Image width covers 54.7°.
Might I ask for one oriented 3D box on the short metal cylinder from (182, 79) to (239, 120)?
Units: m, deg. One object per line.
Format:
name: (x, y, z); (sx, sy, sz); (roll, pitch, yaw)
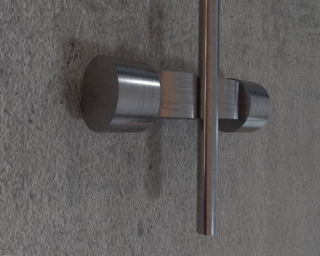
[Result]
short metal cylinder: (0.067, -0.037, 0.426); (0.081, 0.080, 0.050); (1, 90, -40)

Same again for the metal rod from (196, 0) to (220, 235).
metal rod: (0.058, -0.024, 0.374); (0.025, 0.025, 0.298); (1, 89, -40)

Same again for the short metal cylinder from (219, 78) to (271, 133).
short metal cylinder: (0.118, -0.033, 0.469); (0.050, 0.080, 0.080); (1, 90, -40)

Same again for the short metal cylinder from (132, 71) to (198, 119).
short metal cylinder: (0.005, -0.037, 0.375); (0.081, 0.080, 0.050); (1, 90, -40)

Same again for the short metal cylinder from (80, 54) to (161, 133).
short metal cylinder: (-0.044, -0.035, 0.333); (0.050, 0.080, 0.080); (1, 90, -40)
